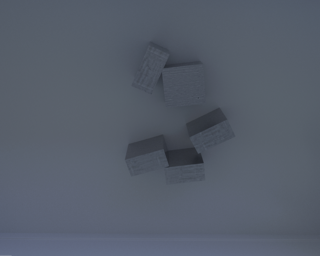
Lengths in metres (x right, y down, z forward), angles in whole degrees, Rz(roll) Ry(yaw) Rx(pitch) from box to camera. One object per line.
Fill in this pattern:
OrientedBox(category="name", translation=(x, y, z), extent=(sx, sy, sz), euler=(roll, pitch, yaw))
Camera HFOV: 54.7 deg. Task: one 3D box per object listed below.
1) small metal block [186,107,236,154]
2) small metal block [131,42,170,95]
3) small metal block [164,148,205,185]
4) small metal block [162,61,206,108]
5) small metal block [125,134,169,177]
OrientedBox(category="small metal block", translation=(0.064, 0.002, 0.400), extent=(0.050, 0.050, 0.025), euler=(-26, 108, 9))
OrientedBox(category="small metal block", translation=(-0.011, -0.073, 0.371), extent=(0.025, 0.050, 0.050), euler=(23, 108, -8))
OrientedBox(category="small metal block", translation=(0.032, 0.050, 0.417), extent=(0.050, 0.050, 0.025), euler=(-7, 110, 2))
OrientedBox(category="small metal block", translation=(0.030, -0.055, 0.391), extent=(0.050, 0.025, 0.050), euler=(-6, 110, 1))
OrientedBox(category="small metal block", translation=(-0.016, 0.035, 0.411), extent=(0.050, 0.050, 0.025), euler=(-16, 109, 5))
